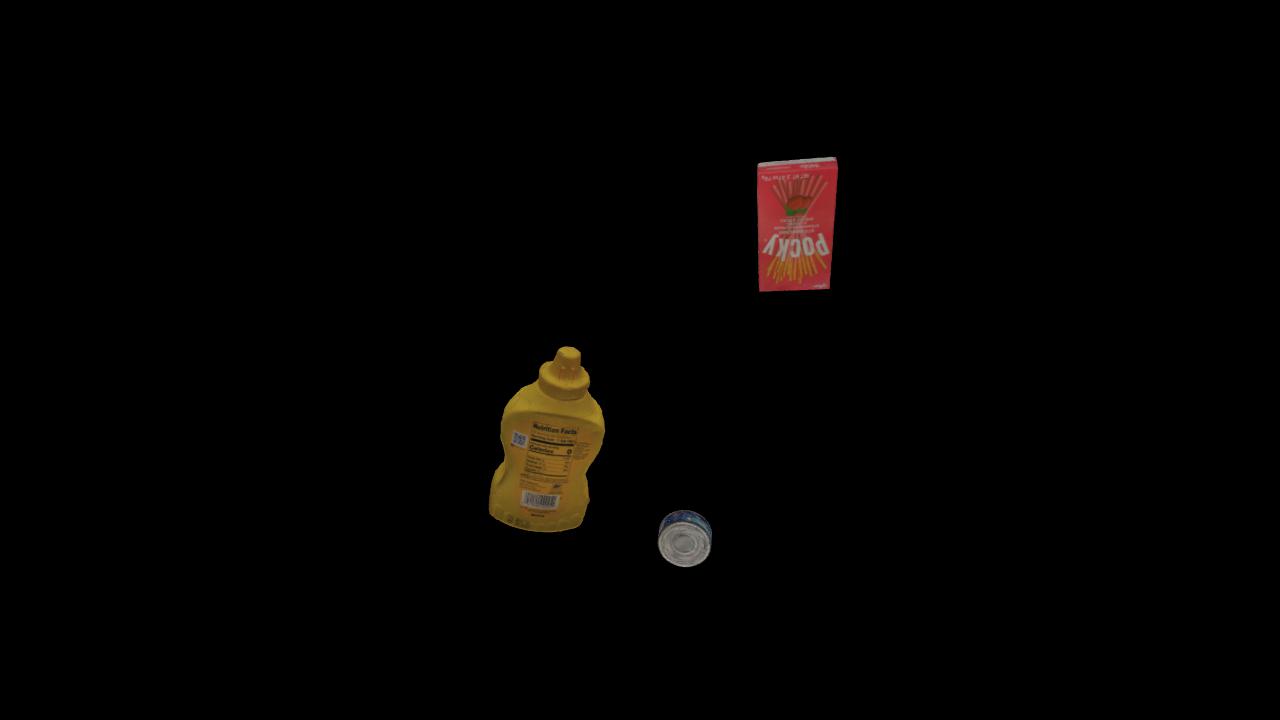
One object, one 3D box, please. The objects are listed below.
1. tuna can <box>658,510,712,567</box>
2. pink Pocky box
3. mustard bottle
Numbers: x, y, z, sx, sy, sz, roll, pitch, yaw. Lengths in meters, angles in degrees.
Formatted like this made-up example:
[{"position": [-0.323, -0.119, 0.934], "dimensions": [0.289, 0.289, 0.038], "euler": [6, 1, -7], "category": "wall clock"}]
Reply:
[{"position": [0.069, 0.277, 0.952], "dimensions": [0.084, 0.084, 0.034], "euler": [0, 17, 7], "category": "tuna can"}, {"position": [0.175, -0.148, 0.695], "dimensions": [0.084, 0.155, 0.029], "euler": [-1, 40, 11], "category": "pink Pocky box"}, {"position": [-0.077, 0.068, 0.536], "dimensions": [0.092, 0.184, 0.054], "euler": [13, 30, -4], "category": "mustard bottle"}]
